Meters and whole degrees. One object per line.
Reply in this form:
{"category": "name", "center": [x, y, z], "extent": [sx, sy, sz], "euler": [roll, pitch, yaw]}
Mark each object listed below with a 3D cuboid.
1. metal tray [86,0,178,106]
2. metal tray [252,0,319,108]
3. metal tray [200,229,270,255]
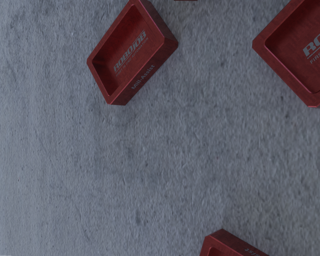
{"category": "metal tray", "center": [-0.044, -0.104, 0.435], "extent": [0.129, 0.030, 0.090], "euler": [-43, 64, 31]}
{"category": "metal tray", "center": [0.159, -0.091, 0.270], "extent": [0.129, 0.030, 0.090], "euler": [-47, 62, 29]}
{"category": "metal tray", "center": [0.097, 0.177, 0.320], "extent": [0.130, 0.030, 0.089], "euler": [22, 104, 37]}
